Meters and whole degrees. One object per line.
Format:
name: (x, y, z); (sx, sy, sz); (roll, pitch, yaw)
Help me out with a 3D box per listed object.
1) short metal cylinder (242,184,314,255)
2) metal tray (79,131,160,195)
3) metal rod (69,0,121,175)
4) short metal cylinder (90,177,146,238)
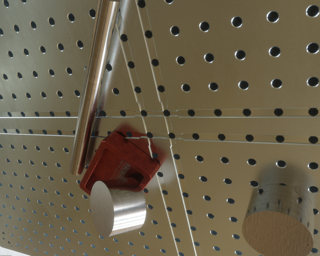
short metal cylinder: (0.149, 0.118, 0.389); (0.080, 0.050, 0.079); (13, 124, 21)
metal tray: (-0.068, 0.077, 0.491); (0.090, 0.030, 0.129); (37, 129, 3)
metal rod: (-0.100, -0.038, 0.440); (0.025, 0.025, 0.298); (29, 128, 10)
short metal cylinder: (-0.064, 0.115, 0.458); (0.080, 0.050, 0.079); (3, 93, 54)
